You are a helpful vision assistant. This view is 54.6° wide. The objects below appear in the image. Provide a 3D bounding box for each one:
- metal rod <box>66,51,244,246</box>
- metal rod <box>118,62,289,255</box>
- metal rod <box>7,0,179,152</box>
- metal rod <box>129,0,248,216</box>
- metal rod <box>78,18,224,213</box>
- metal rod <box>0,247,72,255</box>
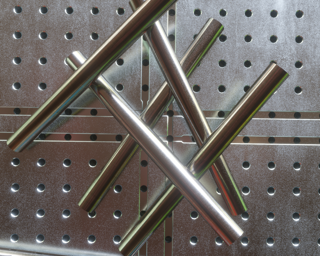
[{"bbox_3d":[-0.016,0.013,0.376,0.025,0.025,0.300,-43,75,0],"label":"metal rod"},{"bbox_3d":[0.045,0.049,0.381,0.025,0.025,0.299,38,103,0],"label":"metal rod"},{"bbox_3d":[-0.082,-0.070,0.374,0.299,0.025,0.025,-40,90,15],"label":"metal rod"},{"bbox_3d":[0.039,-0.023,0.393,0.025,0.025,0.299,-26,98,0],"label":"metal rod"},{"bbox_3d":[-0.012,-0.017,0.413,0.025,0.025,0.299,35,90,0],"label":"metal rod"},{"bbox_3d":[-0.134,0.182,0.412,0.302,0.025,0.025,7,90,0],"label":"metal rod"}]
